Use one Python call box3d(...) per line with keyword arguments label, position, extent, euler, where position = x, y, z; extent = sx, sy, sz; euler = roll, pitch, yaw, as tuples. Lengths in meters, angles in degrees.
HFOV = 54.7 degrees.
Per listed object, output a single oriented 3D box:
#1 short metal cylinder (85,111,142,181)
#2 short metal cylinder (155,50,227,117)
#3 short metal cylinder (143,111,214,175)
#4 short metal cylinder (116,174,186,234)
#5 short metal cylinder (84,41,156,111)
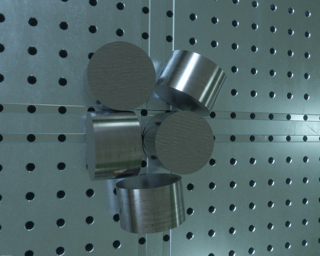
box3d(label="short metal cylinder", position=(-0.057, 0.020, 0.363), extent=(0.050, 0.080, 0.079), euler=(-3, 91, -21))
box3d(label="short metal cylinder", position=(0.038, -0.056, 0.397), extent=(0.080, 0.080, 0.050), euler=(30, 80, -18))
box3d(label="short metal cylinder", position=(0.023, 0.018, 0.408), extent=(0.081, 0.050, 0.079), euler=(0, 91, -21))
box3d(label="short metal cylinder", position=(-0.011, 0.089, 0.379), extent=(0.081, 0.080, 0.050), euler=(-7, 93, -20))
box3d(label="short metal cylinder", position=(-0.051, -0.060, 0.380), extent=(0.081, 0.050, 0.079), euler=(0, 90, -19))
